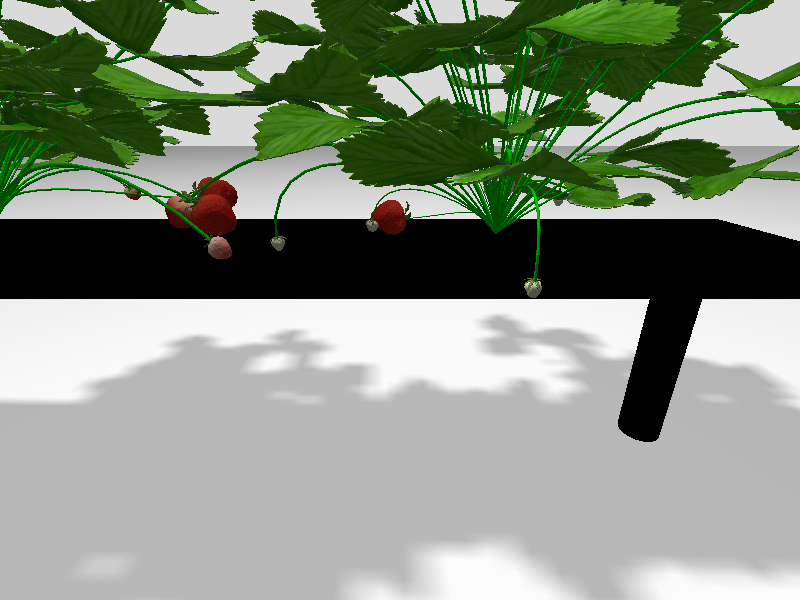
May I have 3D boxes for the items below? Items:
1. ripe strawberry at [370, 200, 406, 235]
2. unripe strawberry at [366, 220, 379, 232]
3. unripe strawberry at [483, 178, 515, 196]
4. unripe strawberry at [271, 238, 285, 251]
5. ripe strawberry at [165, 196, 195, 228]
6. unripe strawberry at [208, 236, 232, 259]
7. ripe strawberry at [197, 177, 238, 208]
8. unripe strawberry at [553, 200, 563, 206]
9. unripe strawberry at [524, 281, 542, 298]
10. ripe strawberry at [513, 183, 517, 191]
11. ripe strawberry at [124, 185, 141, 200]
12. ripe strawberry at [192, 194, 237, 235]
[{"bbox_3d":[-0.010,-0.070,0.342,0.030,0.029,0.033,-2,23,-4],"label":"ripe strawberry"},{"bbox_3d":[-0.023,-0.062,0.333,0.010,0.010,0.009,-4,23,-9],"label":"unripe strawberry"},{"bbox_3d":[0.130,-0.150,0.526,0.040,0.034,0.040,5,23,12],"label":"unripe strawberry"},{"bbox_3d":[-0.088,-0.040,0.290,0.010,0.010,0.011,-8,24,-19],"label":"unripe strawberry"},{"bbox_3d":[-0.203,-0.080,0.373,0.030,0.031,0.029,38,21,-10],"label":"ripe strawberry"},{"bbox_3d":[-0.123,-0.035,0.274,0.016,0.016,0.014,37,29,3],"label":"unripe strawberry"},{"bbox_3d":[-0.191,-0.109,0.422,0.038,0.040,0.035,-10,25,-23],"label":"ripe strawberry"},{"bbox_3d":[0.179,-0.112,0.454,0.011,0.011,0.011,18,29,36],"label":"unripe strawberry"},{"bbox_3d":[0.069,-0.006,0.209,0.009,0.010,0.010,2,23,5],"label":"unripe strawberry"},{"bbox_3d":[0.151,-0.169,0.567,0.033,0.038,0.036,6,23,14],"label":"ripe strawberry"},{"bbox_3d":[-0.353,-0.141,0.530,0.019,0.020,0.020,1,-24,3],"label":"ripe strawberry"},{"bbox_3d":[-0.160,-0.073,0.349,0.035,0.035,0.033,32,19,-12],"label":"ripe strawberry"}]
